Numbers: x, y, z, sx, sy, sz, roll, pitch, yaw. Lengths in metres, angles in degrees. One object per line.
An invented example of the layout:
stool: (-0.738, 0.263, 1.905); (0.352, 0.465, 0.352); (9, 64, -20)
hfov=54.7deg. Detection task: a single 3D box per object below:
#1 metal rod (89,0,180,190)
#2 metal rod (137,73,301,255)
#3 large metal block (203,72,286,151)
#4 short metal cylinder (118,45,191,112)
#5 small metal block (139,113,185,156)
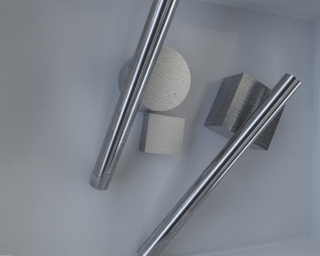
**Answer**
metal rod: (-0.022, -0.061, 0.338); (0.025, 0.025, 0.298); (16, 110, -20)
metal rod: (0.075, 0.054, 0.400); (0.025, 0.025, 0.300); (39, 92, -16)
large metal block: (0.122, -0.022, 0.444); (0.080, 0.050, 0.080); (27, 81, -19)
short metal cylinder: (-0.008, -0.060, 0.395); (0.081, 0.050, 0.079); (0, 90, -20)
small metal block: (0.003, 0.009, 0.413); (0.050, 0.025, 0.050); (8, 87, -20)
